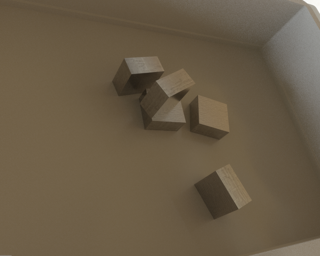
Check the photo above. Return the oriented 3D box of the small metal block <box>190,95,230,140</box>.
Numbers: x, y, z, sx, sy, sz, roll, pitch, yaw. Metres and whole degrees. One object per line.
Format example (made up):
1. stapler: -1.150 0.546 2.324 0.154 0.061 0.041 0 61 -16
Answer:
1. small metal block: 0.072 -0.015 0.456 0.050 0.025 0.050 15 55 -20

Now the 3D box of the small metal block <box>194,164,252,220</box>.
1. small metal block: 0.077 0.080 0.384 0.025 0.050 0.050 -19 72 -36

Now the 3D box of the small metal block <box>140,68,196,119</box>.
1. small metal block: 0.009 -0.043 0.391 0.050 0.050 0.025 -31 80 -38

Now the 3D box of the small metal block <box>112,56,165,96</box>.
1. small metal block: -0.030 -0.070 0.417 0.050 0.050 0.025 -12 68 -34

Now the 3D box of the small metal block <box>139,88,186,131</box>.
1. small metal block: 0.003 -0.024 0.424 0.050 0.025 0.050 3 61 -27
